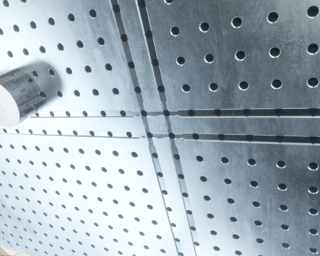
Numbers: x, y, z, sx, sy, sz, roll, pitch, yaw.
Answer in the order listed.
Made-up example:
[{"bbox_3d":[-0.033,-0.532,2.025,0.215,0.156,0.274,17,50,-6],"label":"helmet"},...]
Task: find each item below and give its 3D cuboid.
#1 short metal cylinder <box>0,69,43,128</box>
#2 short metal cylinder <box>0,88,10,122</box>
[{"bbox_3d":[-0.235,-0.047,0.490,0.080,0.050,0.079,13,124,21],"label":"short metal cylinder"},{"bbox_3d":[-0.310,-0.039,0.534,0.080,0.050,0.079,13,124,21],"label":"short metal cylinder"}]
